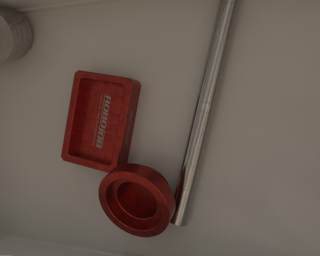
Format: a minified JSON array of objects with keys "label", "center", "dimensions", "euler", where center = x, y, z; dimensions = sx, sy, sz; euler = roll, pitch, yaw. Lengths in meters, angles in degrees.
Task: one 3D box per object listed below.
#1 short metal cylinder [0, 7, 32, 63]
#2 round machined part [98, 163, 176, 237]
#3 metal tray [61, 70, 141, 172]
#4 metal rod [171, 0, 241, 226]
[{"label":"short metal cylinder","center":[-0.244,-0.140,0.467],"dimensions":[0.080,0.050,0.079],"euler":[3,111,9]},{"label":"round machined part","center":[-0.026,0.087,0.397],"dimensions":[0.098,0.042,0.097],"euler":[10,117,21]},{"label":"metal tray","center":[-0.084,-0.010,0.435],"dimensions":[0.090,0.030,0.129],"euler":[12,94,19]},{"label":"metal rod","center":[0.056,-0.023,0.390],"dimensions":[0.025,0.025,0.298],"euler":[14,95,19]}]
